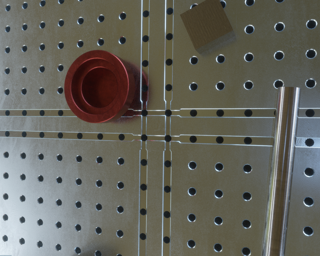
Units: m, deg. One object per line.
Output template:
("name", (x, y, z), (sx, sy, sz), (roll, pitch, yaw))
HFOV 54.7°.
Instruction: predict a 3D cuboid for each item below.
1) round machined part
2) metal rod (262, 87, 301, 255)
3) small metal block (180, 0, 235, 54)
("round machined part", (-0.079, -0.055, 0.430), (0.098, 0.042, 0.097), (0, 90, 19))
("metal rod", (0.138, 0.102, 0.363), (0.025, 0.025, 0.298), (5, 92, 19))
("small metal block", (0.060, -0.130, 0.391), (0.050, 0.025, 0.050), (-24, 82, 18))
